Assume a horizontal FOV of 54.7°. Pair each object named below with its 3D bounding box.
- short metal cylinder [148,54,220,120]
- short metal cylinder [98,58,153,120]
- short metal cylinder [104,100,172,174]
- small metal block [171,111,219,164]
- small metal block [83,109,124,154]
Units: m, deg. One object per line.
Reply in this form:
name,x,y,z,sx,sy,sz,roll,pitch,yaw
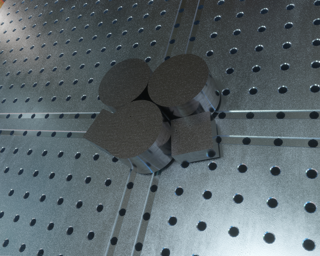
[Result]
short metal cylinder,0.031,-0.048,0.401,0.080,0.050,0.080,-13,56,21
short metal cylinder,-0.039,-0.051,0.439,0.080,0.050,0.080,-13,56,21
short metal cylinder,-0.023,0.012,0.393,0.080,0.050,0.080,-13,56,21
small metal block,0.042,0.012,0.375,0.050,0.025,0.050,-13,56,21
small metal block,-0.072,0.006,0.438,0.050,0.025,0.050,23,74,36
